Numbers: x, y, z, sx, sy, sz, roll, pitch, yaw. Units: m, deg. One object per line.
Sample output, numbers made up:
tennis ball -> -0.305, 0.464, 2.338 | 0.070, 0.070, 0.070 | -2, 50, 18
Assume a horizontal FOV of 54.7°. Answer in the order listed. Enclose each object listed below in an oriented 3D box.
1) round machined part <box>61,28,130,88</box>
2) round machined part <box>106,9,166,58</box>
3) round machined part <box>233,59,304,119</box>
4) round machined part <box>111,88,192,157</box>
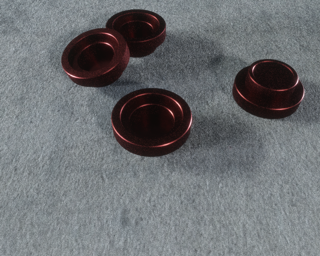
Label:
round machined part -> -0.092, -0.100, 0.465 | 0.098, 0.042, 0.098 | -5, 59, 9
round machined part -> -0.040, -0.156, 0.523 | 0.099, 0.042, 0.098 | 0, 50, 0
round machined part -> 0.158, -0.063, 0.447 | 0.099, 0.042, 0.098 | 0, 50, 0
round machined part -> -0.010, -0.003, 0.395 | 0.099, 0.042, 0.098 | 0, 50, 0
